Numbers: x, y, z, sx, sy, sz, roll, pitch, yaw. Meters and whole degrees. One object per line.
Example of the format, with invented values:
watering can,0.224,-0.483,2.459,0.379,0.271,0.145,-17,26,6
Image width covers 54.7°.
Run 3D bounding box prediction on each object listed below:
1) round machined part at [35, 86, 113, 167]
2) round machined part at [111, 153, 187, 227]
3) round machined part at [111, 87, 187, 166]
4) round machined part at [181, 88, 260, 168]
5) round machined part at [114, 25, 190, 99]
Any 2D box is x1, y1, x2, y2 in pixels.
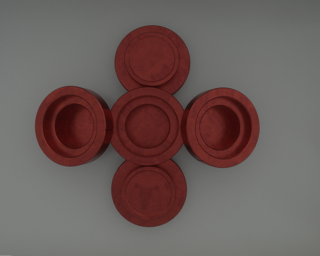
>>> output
round machined part,-0.103,-0.002,0.392,0.098,0.042,0.097,0,90,17
round machined part,-0.014,0.080,0.401,0.099,0.042,0.097,0,90,0
round machined part,-0.016,-0.002,0.400,0.099,0.042,0.097,0,90,0
round machined part,0.072,0.000,0.393,0.099,0.042,0.097,0,90,-17
round machined part,-0.010,-0.085,0.401,0.099,0.042,0.097,0,90,0
